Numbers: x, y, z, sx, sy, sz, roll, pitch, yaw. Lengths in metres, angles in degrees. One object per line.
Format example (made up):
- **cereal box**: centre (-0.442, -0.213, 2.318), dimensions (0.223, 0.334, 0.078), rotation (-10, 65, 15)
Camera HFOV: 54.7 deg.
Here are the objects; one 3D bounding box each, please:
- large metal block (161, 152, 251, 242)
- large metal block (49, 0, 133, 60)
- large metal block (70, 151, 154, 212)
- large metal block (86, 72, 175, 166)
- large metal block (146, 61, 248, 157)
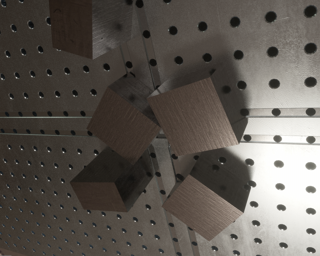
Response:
- **large metal block**: centre (0.062, 0.094, 0.420), dimensions (0.080, 0.050, 0.079), rotation (36, 129, 4)
- **large metal block**: centre (-0.070, -0.129, 0.331), dimensions (0.050, 0.080, 0.079), rotation (19, 126, 16)
- **large metal block**: centre (-0.069, 0.076, 0.457), dimensions (0.080, 0.080, 0.050), rotation (-6, 116, 30)
- **large metal block**: centre (-0.038, -0.011, 0.406), dimensions (0.080, 0.050, 0.080), rotation (38, 129, 2)
- **large metal block**: centre (0.045, -0.020, 0.358), dimensions (0.080, 0.050, 0.080), rotation (-15, 111, 33)
